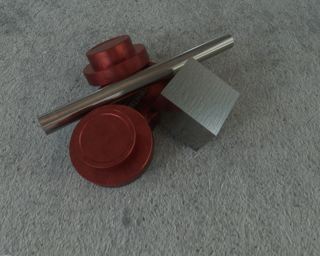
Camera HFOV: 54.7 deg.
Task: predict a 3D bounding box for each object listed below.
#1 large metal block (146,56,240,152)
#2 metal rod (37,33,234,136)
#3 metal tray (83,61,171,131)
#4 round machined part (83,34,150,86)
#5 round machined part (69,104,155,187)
[{"bbox_3d":[0.043,-0.031,0.396,0.080,0.050,0.080,37,55,-2],"label":"large metal block"},{"bbox_3d":[-0.017,-0.069,0.424,0.302,0.025,0.025,-28,56,-22],"label":"metal rod"},{"bbox_3d":[-0.036,-0.044,0.438,0.090,0.030,0.130,19,53,15],"label":"metal tray"},{"bbox_3d":[-0.068,-0.103,0.454,0.098,0.042,0.098,-18,28,10],"label":"round machined part"},{"bbox_3d":[-0.057,0.017,0.356,0.099,0.042,0.098,-2,70,6],"label":"round machined part"}]
